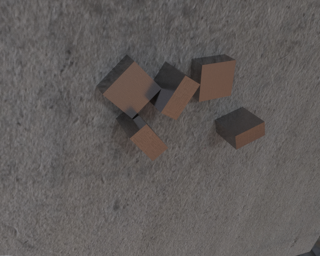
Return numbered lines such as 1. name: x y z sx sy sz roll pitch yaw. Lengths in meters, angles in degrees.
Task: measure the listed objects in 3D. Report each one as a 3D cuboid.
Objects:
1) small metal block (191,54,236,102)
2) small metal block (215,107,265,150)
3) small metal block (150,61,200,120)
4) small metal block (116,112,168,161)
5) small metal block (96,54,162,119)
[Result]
1. small metal block: 0.068 -0.066 0.405 0.050 0.025 0.050 -13 124 -22
2. small metal block: 0.117 -0.001 0.457 0.050 0.050 0.025 -25 128 -14
3. small metal block: 0.013 -0.045 0.371 0.025 0.050 0.050 24 105 -37
4. small metal block: -0.023 0.006 0.384 0.025 0.050 0.050 -41 130 0
5. small metal block: -0.035 -0.047 0.359 0.050 0.025 0.050 -46 130 3
